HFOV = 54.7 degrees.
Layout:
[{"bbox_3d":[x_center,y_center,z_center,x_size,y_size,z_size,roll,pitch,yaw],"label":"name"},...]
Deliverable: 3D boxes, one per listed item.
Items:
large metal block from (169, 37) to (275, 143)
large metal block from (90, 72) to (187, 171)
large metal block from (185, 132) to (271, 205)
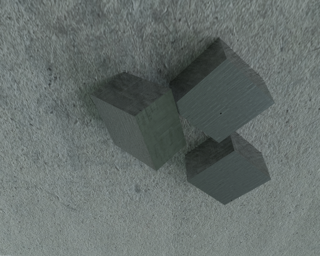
[{"bbox_3d":[0.068,-0.041,0.357,0.080,0.050,0.080,34,122,-26],"label":"large metal block"},{"bbox_3d":[-0.023,-0.009,0.355,0.050,0.080,0.080,-40,134,-25],"label":"large metal block"},{"bbox_3d":[0.094,0.055,0.438,0.080,0.050,0.080,36,121,-27],"label":"large metal block"}]
